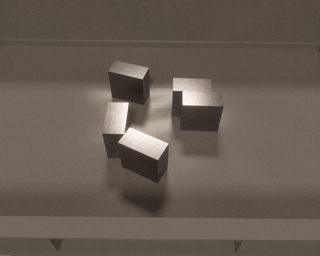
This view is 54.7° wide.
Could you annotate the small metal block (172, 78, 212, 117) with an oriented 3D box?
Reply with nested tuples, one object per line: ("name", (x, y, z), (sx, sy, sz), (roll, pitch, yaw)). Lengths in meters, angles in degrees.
("small metal block", (0.042, -0.041, 0.424), (0.050, 0.050, 0.025), (2, 50, 1))

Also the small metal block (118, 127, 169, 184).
("small metal block", (-0.019, 0.032, 0.361), (0.050, 0.050, 0.025), (22, 54, 17))

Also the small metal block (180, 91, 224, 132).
("small metal block", (0.053, -0.021, 0.407), (0.050, 0.050, 0.025), (2, 51, 1))

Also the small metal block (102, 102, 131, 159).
("small metal block", (-0.052, 0.003, 0.385), (0.025, 0.050, 0.050), (1, 50, 1))

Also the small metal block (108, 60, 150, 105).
("small metal block", (-0.043, -0.064, 0.442), (0.050, 0.050, 0.025), (15, 52, 11))
